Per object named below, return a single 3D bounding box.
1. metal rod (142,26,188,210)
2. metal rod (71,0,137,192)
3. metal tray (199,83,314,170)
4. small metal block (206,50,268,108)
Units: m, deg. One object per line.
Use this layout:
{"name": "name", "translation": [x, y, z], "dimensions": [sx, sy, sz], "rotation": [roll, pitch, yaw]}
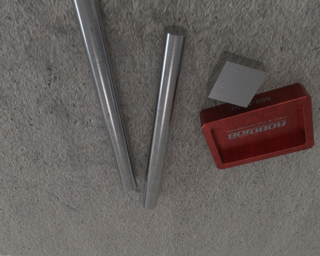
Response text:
{"name": "metal rod", "translation": [0.000, 0.012, 0.416], "dimensions": [0.025, 0.025, 0.298], "rotation": [5, 130, -4]}
{"name": "metal rod", "translation": [-0.061, -0.024, 0.385], "dimensions": [0.025, 0.025, 0.298], "rotation": [-4, 130, 3]}
{"name": "metal tray", "translation": [0.127, 0.002, 0.406], "dimensions": [0.130, 0.030, 0.090], "rotation": [-16, 129, 13]}
{"name": "small metal block", "translation": [0.088, -0.056, 0.360], "dimensions": [0.050, 0.025, 0.050], "rotation": [14, 129, -12]}
